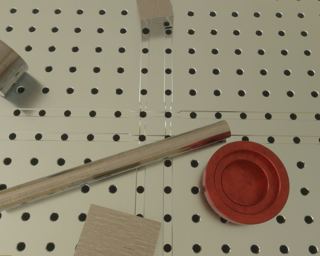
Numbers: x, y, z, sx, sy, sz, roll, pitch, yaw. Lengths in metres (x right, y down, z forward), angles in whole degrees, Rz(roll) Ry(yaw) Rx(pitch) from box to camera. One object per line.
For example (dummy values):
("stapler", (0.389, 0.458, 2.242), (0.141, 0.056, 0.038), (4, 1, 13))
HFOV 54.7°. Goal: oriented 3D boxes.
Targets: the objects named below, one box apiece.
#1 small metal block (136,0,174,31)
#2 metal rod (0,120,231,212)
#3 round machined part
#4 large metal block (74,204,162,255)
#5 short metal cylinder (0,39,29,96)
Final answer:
("small metal block", (-0.009, -0.182, 0.478), (0.050, 0.025, 0.050), (-10, 70, -4))
("metal rod", (-0.054, 0.046, 0.394), (0.302, 0.025, 0.025), (-17, 71, -7))
("round machined part", (0.101, 0.068, 0.379), (0.099, 0.042, 0.098), (0, 70, -1))
("large metal block", (-0.047, 0.137, 0.348), (0.080, 0.050, 0.080), (14, 71, 4))
("short metal cylinder", (-0.226, -0.086, 0.411), (0.080, 0.080, 0.050), (29, 73, 10))
